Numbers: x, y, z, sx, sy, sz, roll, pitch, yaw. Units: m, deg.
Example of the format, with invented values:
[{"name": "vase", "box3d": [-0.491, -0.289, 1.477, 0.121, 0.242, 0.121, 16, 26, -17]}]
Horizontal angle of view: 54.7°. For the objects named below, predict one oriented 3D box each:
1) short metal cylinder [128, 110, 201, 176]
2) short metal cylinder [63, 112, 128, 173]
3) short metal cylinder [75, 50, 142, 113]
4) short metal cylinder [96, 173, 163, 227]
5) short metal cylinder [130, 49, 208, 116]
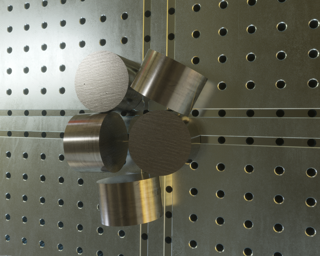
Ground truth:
[{"name": "short metal cylinder", "box3d": [0.007, 0.018, 0.397, 0.080, 0.050, 0.079, 0, 91, 19]}, {"name": "short metal cylinder", "box3d": [-0.083, 0.019, 0.413, 0.050, 0.080, 0.080, -2, 89, 19]}, {"name": "short metal cylinder", "box3d": [-0.068, -0.060, 0.423, 0.080, 0.050, 0.079, 0, 90, 21]}, {"name": "short metal cylinder", "box3d": [-0.038, 0.089, 0.396, 0.080, 0.080, 0.050, -7, 88, 20]}, {"name": "short metal cylinder", "box3d": [0.011, -0.056, 0.379, 0.080, 0.080, 0.050, 30, 99, 17]}]
